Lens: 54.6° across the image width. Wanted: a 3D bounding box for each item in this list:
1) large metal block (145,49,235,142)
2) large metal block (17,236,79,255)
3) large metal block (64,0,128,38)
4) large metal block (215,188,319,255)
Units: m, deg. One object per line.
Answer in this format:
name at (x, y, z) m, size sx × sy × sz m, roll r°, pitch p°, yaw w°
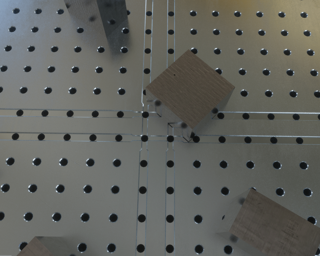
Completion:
large metal block at (0.038, -0.043, 0.414) m, size 0.080 × 0.050 × 0.080 m, roll 43°, pitch 75°, yaw 14°
large metal block at (-0.129, 0.162, 0.323) m, size 0.050 × 0.080 × 0.080 m, roll 39°, pitch 75°, yaw 13°
large metal block at (-0.098, -0.193, 0.453) m, size 0.080 × 0.080 × 0.050 m, roll 36°, pitch 74°, yaw 12°
large metal block at (0.115, 0.115, 0.341) m, size 0.080 × 0.080 × 0.050 m, roll 30°, pitch 73°, yaw 10°
